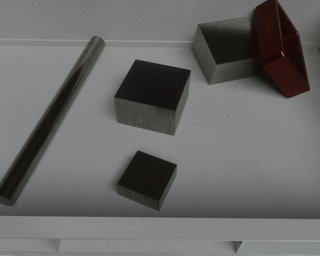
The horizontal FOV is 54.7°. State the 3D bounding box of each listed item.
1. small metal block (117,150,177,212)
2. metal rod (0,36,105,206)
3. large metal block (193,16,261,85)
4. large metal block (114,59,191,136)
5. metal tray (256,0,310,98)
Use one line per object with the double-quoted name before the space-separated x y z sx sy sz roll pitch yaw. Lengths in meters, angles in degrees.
"small metal block" -0.014 0.060 0.355 0.050 0.025 0.050 19 52 15
"metal rod" -0.138 -0.033 0.430 0.025 0.025 0.300 10 51 8
"large metal block" 0.106 -0.120 0.480 0.081 0.050 0.080 -12 64 -11
"large metal block" -0.008 -0.043 0.425 0.080 0.050 0.080 13 51 10
"metal tray" 0.181 -0.120 0.460 0.030 0.090 0.130 -23 45 38
